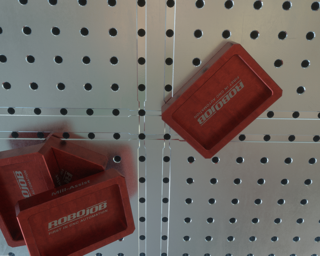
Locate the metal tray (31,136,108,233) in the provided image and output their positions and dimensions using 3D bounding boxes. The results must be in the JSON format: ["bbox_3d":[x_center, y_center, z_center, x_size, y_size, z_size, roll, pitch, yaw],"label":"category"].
[{"bbox_3d":[-0.140,0.086,0.440,0.090,0.030,0.129,23,108,-9],"label":"metal tray"}]

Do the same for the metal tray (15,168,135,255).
[{"bbox_3d":[-0.103,0.115,0.395,0.131,0.030,0.089,-17,111,-24],"label":"metal tray"}]

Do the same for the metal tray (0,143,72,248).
[{"bbox_3d":[-0.173,0.091,0.409,0.090,0.030,0.129,-11,110,3],"label":"metal tray"}]

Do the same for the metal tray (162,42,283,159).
[{"bbox_3d":[0.076,-0.033,0.399,0.090,0.030,0.130,42,104,-14],"label":"metal tray"}]
